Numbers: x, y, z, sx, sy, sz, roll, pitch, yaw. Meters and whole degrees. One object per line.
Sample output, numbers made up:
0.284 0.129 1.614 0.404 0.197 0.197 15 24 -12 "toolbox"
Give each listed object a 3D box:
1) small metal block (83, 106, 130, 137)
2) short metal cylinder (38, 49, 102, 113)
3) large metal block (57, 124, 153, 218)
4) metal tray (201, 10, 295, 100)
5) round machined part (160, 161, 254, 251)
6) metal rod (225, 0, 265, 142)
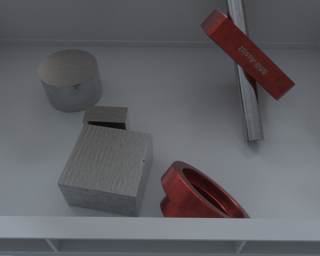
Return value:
-0.065 -0.001 0.389 0.050 0.050 0.025 3 50 2 "small metal block"
-0.127 -0.068 0.445 0.081 0.050 0.080 0 50 0 "short metal cylinder"
-0.056 0.047 0.349 0.080 0.050 0.080 9 51 6 "large metal block"
0.115 -0.101 0.419 0.130 0.030 0.090 38 21 -15 "metal tray"
0.039 0.080 0.304 0.098 0.098 0.042 43 101 29 "round machined part"
0.108 -0.130 0.422 0.025 0.025 0.298 -4 80 -4 "metal rod"
